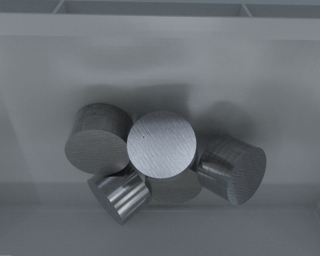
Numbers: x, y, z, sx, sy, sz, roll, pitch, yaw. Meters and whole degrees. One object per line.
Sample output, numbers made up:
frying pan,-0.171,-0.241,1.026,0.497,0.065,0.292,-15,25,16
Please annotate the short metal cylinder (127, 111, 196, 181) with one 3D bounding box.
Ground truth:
short metal cylinder,0.004,0.024,0.382,0.080,0.080,0.050,-6,166,4

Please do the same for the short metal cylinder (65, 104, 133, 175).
short metal cylinder,-0.077,0.016,0.402,0.081,0.050,0.079,0,130,0

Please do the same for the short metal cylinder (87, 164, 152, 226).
short metal cylinder,-0.057,0.090,0.438,0.050,0.080,0.080,-37,135,-25

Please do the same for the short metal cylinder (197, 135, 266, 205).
short metal cylinder,0.096,0.055,0.412,0.081,0.050,0.079,-17,118,-36

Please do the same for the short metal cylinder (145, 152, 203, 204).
short metal cylinder,0.019,0.064,0.446,0.081,0.050,0.079,0,130,0
